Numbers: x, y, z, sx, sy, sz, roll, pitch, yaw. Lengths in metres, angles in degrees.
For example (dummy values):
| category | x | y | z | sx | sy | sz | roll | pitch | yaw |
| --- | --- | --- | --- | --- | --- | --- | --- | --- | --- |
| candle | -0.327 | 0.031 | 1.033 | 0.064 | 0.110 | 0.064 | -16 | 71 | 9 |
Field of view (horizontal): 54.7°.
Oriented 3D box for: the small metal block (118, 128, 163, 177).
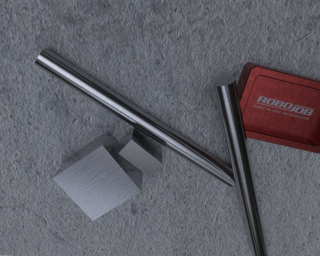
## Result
| category | x | y | z | sx | sy | sz | roll | pitch | yaw |
| --- | --- | --- | --- | --- | --- | --- | --- | --- | --- |
| small metal block | -0.024 | 0.029 | 0.407 | 0.050 | 0.050 | 0.025 | 39 | 105 | -14 |

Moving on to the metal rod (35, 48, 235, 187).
| category | x | y | z | sx | sy | sz | roll | pitch | yaw |
| --- | --- | --- | --- | --- | --- | --- | --- | --- | --- |
| metal rod | -0.020 | -0.007 | 0.406 | 0.301 | 0.025 | 0.025 | 33 | 107 | -12 |

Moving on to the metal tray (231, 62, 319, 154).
| category | x | y | z | sx | sy | sz | roll | pitch | yaw |
| --- | --- | --- | --- | --- | --- | --- | --- | --- | --- |
| metal tray | 0.161 | -0.025 | 0.400 | 0.131 | 0.030 | 0.089 | 13 | 110 | -5 |

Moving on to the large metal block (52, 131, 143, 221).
| category | x | y | z | sx | sy | sz | roll | pitch | yaw |
| --- | --- | --- | --- | --- | --- | --- | --- | --- | --- |
| large metal block | -0.080 | 0.064 | 0.419 | 0.080 | 0.050 | 0.080 | -33 | 107 | 11 |

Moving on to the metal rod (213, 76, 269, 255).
| category | x | y | z | sx | sy | sz | roll | pitch | yaw |
| --- | --- | --- | --- | --- | --- | --- | --- | --- | --- |
| metal rod | 0.115 | 0.073 | 0.416 | 0.025 | 0.025 | 0.298 | -16 | 118 | 5 |
